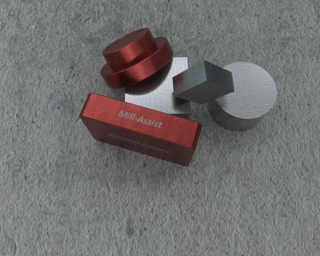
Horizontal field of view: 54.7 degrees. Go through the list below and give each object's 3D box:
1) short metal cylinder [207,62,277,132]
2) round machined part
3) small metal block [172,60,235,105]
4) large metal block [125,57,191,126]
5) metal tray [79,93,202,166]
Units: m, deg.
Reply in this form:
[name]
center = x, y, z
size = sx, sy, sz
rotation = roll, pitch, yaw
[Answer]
[short metal cylinder]
center = 0.106, -0.040, 0.412
size = 0.081, 0.050, 0.080
rotation = 0, 70, 0
[round machined part]
center = -0.036, -0.096, 0.405
size = 0.098, 0.098, 0.042
rotation = -35, 118, -12
[small metal block]
center = 0.051, -0.052, 0.367
size = 0.050, 0.050, 0.025
rotation = 11, 67, -41
[large metal block]
center = -0.004, -0.046, 0.414
size = 0.081, 0.050, 0.080
rotation = -1, 70, -1
[metal tray]
center = -0.021, 0.005, 0.372
size = 0.131, 0.090, 0.030
rotation = 16, 71, 5
